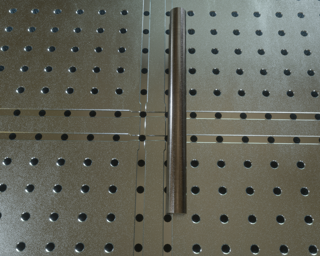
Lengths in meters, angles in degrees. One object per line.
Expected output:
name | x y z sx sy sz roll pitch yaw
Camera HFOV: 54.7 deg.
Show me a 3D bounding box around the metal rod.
metal rod | 0.024 -0.037 0.425 0.025 0.025 0.299 2 70 0
